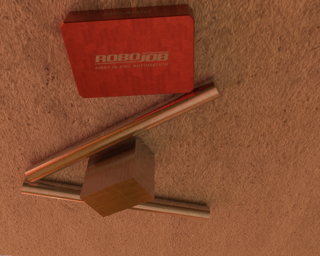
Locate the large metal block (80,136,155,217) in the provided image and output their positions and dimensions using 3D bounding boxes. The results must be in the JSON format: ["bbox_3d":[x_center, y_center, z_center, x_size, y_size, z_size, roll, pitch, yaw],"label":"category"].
[{"bbox_3d":[-0.055,0.064,0.425,0.080,0.080,0.050,-24,126,18],"label":"large metal block"}]

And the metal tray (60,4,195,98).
[{"bbox_3d":[-0.030,-0.080,0.335,0.131,0.030,0.089,-3,130,2],"label":"metal tray"}]

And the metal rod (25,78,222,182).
[{"bbox_3d":[-0.062,0.010,0.415,0.300,0.025,0.025,-24,126,19],"label":"metal rod"}]

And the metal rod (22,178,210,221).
[{"bbox_3d":[-0.064,0.118,0.506,0.302,0.025,0.025,11,129,-10],"label":"metal rod"}]
